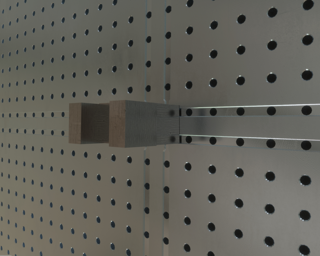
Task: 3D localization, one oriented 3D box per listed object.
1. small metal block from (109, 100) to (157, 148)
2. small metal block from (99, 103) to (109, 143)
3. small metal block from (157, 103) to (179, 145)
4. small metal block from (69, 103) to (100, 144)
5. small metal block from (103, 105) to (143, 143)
[{"bbox_3d":[-0.029,-0.004,0.348,0.025,0.050,0.050,1,90,40],"label":"small metal block"},{"bbox_3d":[-0.050,-0.006,0.384,0.050,0.025,0.050,1,91,39],"label":"small metal block"},{"bbox_3d":[-0.001,-0.005,0.391,0.025,0.050,0.050,-1,90,40],"label":"small metal block"},{"bbox_3d":[-0.088,-0.006,0.397,0.025,0.050,0.050,1,90,40],"label":"small metal block"},{"bbox_3d":[-0.051,-0.005,0.432,0.025,0.050,0.050,1,91,40],"label":"small metal block"}]
